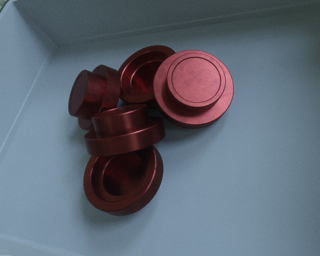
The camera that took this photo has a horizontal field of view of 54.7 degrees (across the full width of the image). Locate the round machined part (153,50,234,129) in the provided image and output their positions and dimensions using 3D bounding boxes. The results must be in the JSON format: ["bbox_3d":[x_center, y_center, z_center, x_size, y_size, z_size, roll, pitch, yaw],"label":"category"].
[{"bbox_3d":[0.041,-0.051,0.374,0.099,0.042,0.098,1,76,-3],"label":"round machined part"}]

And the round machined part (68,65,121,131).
[{"bbox_3d":[-0.099,-0.045,0.444,0.098,0.042,0.098,-29,53,48],"label":"round machined part"}]

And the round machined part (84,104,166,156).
[{"bbox_3d":[-0.045,-0.002,0.381,0.098,0.098,0.042,-6,103,25],"label":"round machined part"}]

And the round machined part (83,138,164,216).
[{"bbox_3d":[-0.040,0.059,0.377,0.098,0.042,0.098,-13,56,21],"label":"round machined part"}]

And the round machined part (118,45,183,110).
[{"bbox_3d":[-0.011,-0.066,0.438,0.098,0.042,0.098,-13,56,21],"label":"round machined part"}]
